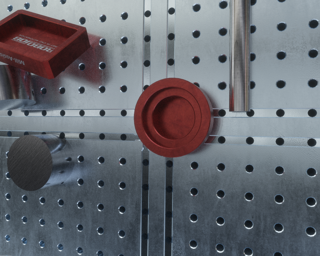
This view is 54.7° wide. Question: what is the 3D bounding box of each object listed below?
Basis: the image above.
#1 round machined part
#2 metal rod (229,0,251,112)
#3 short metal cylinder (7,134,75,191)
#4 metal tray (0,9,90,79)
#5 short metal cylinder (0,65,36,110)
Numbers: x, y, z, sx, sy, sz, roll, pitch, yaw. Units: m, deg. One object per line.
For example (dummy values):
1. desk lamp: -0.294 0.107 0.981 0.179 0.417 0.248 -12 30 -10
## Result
1. round machined part: 0.020 -0.013 0.396 0.098 0.042 0.097 0 90 20
2. metal rod: 0.098 -0.169 0.377 0.025 0.025 0.298 0 90 20
3. short metal cylinder: -0.177 0.049 0.462 0.080 0.050 0.080 0 90 20
4. metal tray: -0.180 -0.124 0.444 0.130 0.030 0.090 21 52 18
5. short metal cylinder: -0.233 -0.059 0.466 0.080 0.080 0.050 -11 86 19
